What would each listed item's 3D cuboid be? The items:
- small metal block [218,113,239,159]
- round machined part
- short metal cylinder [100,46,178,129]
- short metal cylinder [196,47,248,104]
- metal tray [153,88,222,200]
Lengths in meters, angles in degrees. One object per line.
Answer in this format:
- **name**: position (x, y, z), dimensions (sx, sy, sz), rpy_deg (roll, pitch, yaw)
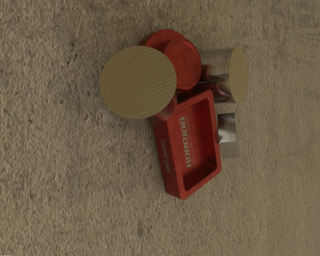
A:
- **small metal block**: position (0.104, 0.012, 0.470), dimensions (0.050, 0.025, 0.050), rpy_deg (64, 25, -53)
- **round machined part**: position (0.017, -0.082, 0.410), dimensions (0.099, 0.042, 0.097), rpy_deg (0, 90, -40)
- **short metal cylinder**: position (-0.021, -0.043, 0.344), dimensions (0.050, 0.080, 0.080), rpy_deg (67, 35, -77)
- **short metal cylinder**: position (0.091, -0.075, 0.452), dimensions (0.080, 0.050, 0.079), rpy_deg (-6, 96, -57)
- **metal tray**: position (0.039, 0.020, 0.421), dimensions (0.091, 0.030, 0.129), rpy_deg (-28, 117, -37)
